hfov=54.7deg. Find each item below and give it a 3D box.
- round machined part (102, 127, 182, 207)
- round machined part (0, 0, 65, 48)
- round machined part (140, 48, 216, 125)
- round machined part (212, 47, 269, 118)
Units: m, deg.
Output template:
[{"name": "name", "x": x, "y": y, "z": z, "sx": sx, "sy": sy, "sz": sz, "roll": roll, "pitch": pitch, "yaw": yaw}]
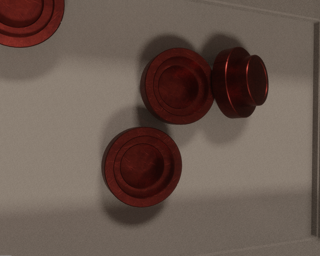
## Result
[{"name": "round machined part", "x": -0.025, "y": 0.047, "z": 0.393, "sx": 0.099, "sy": 0.042, "sz": 0.097, "roll": 0, "pitch": 90, "yaw": -21}, {"name": "round machined part", "x": -0.157, "y": -0.138, "z": 0.335, "sx": 0.099, "sy": 0.042, "sz": 0.097, "roll": -7, "pitch": 109, "yaw": -22}, {"name": "round machined part", "x": 0.021, "y": -0.053, "z": 0.410, "sx": 0.099, "sy": 0.042, "sz": 0.097, "roll": 0, "pitch": 90, "yaw": -21}, {"name": "round machined part", "x": 0.115, "y": -0.063, "z": 0.424, "sx": 0.099, "sy": 0.042, "sz": 0.097, "roll": 4, "pitch": 85, "yaw": -49}]
